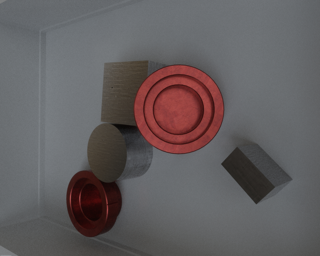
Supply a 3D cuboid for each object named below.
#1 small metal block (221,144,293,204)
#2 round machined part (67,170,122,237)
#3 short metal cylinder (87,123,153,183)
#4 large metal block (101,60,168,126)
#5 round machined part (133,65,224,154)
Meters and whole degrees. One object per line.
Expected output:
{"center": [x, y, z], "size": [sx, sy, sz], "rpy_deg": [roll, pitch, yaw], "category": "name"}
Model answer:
{"center": [0.097, 0.044, 0.309], "size": [0.050, 0.050, 0.025], "rpy_deg": [51, 120, 27], "category": "small metal block"}
{"center": [-0.096, 0.111, 0.473], "size": [0.098, 0.042, 0.097], "rpy_deg": [0, 90, 39], "category": "round machined part"}
{"center": [-0.057, 0.033, 0.435], "size": [0.080, 0.050, 0.079], "rpy_deg": [0, 90, 39], "category": "short metal cylinder"}
{"center": [-0.031, -0.045, 0.414], "size": [0.080, 0.050, 0.079], "rpy_deg": [7, 95, 39], "category": "large metal block"}
{"center": [0.020, -0.021, 0.356], "size": [0.099, 0.042, 0.097], "rpy_deg": [0, 92, 0], "category": "round machined part"}
